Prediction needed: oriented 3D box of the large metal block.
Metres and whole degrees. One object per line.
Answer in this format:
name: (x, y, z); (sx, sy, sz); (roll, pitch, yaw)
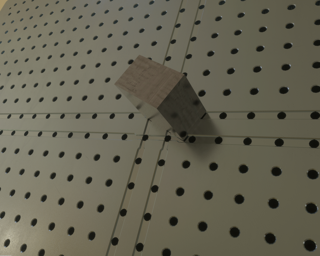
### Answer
large metal block: (0.002, -0.038, 0.396); (0.080, 0.080, 0.050); (32, 80, 38)
